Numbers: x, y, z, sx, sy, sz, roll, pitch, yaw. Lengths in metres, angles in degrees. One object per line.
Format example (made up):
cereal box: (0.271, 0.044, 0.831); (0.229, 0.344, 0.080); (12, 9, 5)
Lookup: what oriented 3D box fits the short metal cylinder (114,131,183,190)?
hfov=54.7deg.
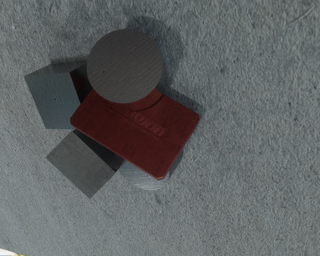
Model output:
short metal cylinder: (-0.015, 0.038, 0.424); (0.080, 0.050, 0.079); (13, 124, 21)

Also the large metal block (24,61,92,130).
large metal block: (-0.126, -0.045, 0.428); (0.080, 0.050, 0.080); (1, 119, 27)

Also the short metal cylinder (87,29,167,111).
short metal cylinder: (-0.034, -0.062, 0.346); (0.080, 0.050, 0.080); (-1, 84, 5)

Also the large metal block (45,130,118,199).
large metal block: (-0.104, 0.046, 0.447); (0.080, 0.080, 0.050); (44, 93, -3)

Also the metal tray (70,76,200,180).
metal tray: (-0.030, -0.007, 0.379); (0.130, 0.090, 0.030); (31, 168, 8)
